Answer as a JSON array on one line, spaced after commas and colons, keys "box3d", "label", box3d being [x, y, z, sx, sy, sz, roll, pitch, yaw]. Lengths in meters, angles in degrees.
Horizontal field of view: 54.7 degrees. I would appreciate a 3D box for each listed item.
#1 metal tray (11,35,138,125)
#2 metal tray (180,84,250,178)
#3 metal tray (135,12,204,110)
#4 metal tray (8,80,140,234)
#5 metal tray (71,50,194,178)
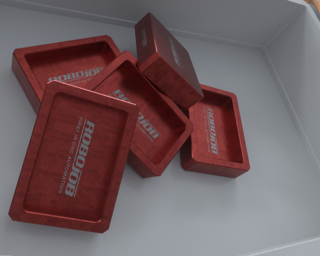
[{"box3d": [-0.101, -0.065, 0.386, 0.131, 0.030, 0.090, -23, 74, -36], "label": "metal tray"}, {"box3d": [0.073, 0.001, 0.441, 0.091, 0.030, 0.130, 12, 57, -22], "label": "metal tray"}, {"box3d": [0.010, -0.093, 0.420, 0.090, 0.030, 0.130, 38, 27, -32], "label": "metal tray"}, {"box3d": [-0.081, 0.029, 0.303, 0.091, 0.030, 0.129, 16, 84, -19], "label": "metal tray"}, {"box3d": [-0.028, -0.015, 0.368, 0.130, 0.030, 0.090, 48, 56, -14], "label": "metal tray"}]
